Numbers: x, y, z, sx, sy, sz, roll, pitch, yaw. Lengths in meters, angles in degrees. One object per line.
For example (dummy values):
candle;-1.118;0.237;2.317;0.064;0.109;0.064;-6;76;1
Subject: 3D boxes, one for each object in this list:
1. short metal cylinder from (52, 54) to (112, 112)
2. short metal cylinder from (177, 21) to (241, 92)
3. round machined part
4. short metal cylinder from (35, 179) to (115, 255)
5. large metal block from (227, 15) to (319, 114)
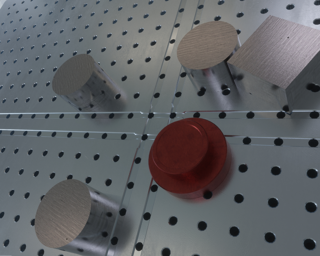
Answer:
short metal cylinder;-0.126;-0.073;0.503;0.080;0.050;0.080;-13;56;21
short metal cylinder;0.069;-0.095;0.414;0.080;0.050;0.080;-13;56;21
round machined part;0.030;0.029;0.364;0.098;0.042;0.098;-13;56;21
short metal cylinder;-0.103;0.109;0.380;0.080;0.050;0.080;-13;56;21
large metal block;0.141;-0.077;0.365;0.080;0.050;0.080;-48;51;-5
